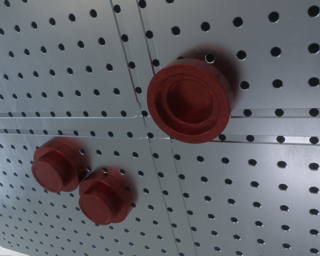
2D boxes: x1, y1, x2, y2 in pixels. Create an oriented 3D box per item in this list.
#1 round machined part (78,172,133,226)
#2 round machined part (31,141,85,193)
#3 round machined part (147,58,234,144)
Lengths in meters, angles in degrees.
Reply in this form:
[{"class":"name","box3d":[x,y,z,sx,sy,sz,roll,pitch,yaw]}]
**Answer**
[{"class":"round machined part","box3d":[-0.100,0.128,0.533,0.098,0.042,0.097,13,124,21]},{"class":"round machined part","box3d":[-0.184,0.075,0.545,0.098,0.042,0.097,13,124,21]},{"class":"round machined part","box3d":[0.038,-0.034,0.360,0.098,0.042,0.097,13,124,21]}]
